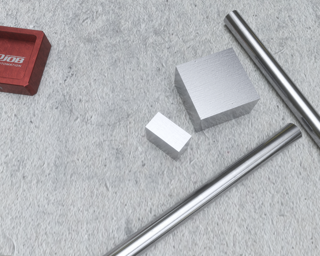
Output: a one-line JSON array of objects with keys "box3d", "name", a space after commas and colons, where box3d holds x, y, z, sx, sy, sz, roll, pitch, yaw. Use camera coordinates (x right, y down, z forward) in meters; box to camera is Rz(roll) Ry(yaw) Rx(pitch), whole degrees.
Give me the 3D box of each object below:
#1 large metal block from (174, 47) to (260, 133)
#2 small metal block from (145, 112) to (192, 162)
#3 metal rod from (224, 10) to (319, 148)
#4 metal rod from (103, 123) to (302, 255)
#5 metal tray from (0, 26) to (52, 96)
[{"box3d": [0.072, -0.050, 0.414, 0.080, 0.050, 0.080, -20, 71, -8], "name": "large metal block"}, {"box3d": [0.010, 0.012, 0.391, 0.050, 0.050, 0.025, 37, 74, 12], "name": "small metal block"}, {"box3d": [0.181, -0.047, 0.427, 0.025, 0.025, 0.299, -28, 73, -10], "name": "metal rod"}, {"box3d": [0.053, 0.083, 0.378, 0.301, 0.025, 0.025, -33, 74, -12], "name": "metal rod"}, {"box3d": [-0.233, -0.099, 0.438, 0.131, 0.030, 0.090, 8, 70, 2], "name": "metal tray"}]
